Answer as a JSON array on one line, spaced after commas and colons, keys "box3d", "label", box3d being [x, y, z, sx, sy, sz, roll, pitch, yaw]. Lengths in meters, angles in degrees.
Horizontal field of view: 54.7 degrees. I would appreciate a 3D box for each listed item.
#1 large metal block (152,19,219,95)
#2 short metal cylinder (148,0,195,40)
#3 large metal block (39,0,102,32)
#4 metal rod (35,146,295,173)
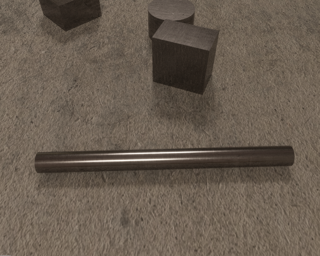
[{"box3d": [0.036, -0.104, 0.455, 0.080, 0.080, 0.050, 17, 52, 13], "label": "large metal block"}, {"box3d": [0.019, -0.189, 0.546, 0.081, 0.050, 0.080, 0, 50, 0], "label": "short metal cylinder"}, {"box3d": [-0.170, -0.235, 0.582, 0.080, 0.050, 0.080, -35, 59, -26], "label": "large metal block"}, {"box3d": [0.007, 0.037, 0.371, 0.302, 0.025, 0.025, -1, 50, -2], "label": "metal rod"}]
